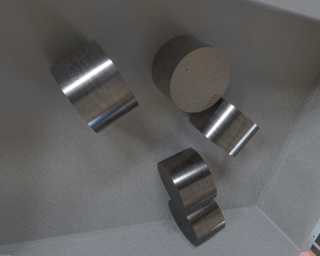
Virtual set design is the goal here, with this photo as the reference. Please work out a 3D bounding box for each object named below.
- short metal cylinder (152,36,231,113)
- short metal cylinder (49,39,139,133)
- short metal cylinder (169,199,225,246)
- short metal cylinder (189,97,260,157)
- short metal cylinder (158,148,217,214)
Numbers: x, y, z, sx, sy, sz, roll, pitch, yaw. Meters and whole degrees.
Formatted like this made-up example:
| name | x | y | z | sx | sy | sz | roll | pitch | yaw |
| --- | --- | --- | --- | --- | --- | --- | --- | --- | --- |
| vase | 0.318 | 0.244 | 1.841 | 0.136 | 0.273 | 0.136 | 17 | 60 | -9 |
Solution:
| name | x | y | z | sx | sy | sz | roll | pitch | yaw |
| --- | --- | --- | --- | --- | --- | --- | --- | --- | --- |
| short metal cylinder | 0.037 | -0.065 | 0.374 | 0.081 | 0.050 | 0.079 | -14 | 125 | -21 |
| short metal cylinder | -0.065 | -0.041 | 0.313 | 0.050 | 0.080 | 0.080 | -35 | 129 | -5 |
| short metal cylinder | 0.057 | 0.136 | 0.488 | 0.050 | 0.080 | 0.080 | -28 | 129 | -19 |
| short metal cylinder | 0.086 | -0.005 | 0.419 | 0.080 | 0.080 | 0.050 | 32 | 100 | -39 |
| short metal cylinder | 0.037 | 0.074 | 0.441 | 0.050 | 0.080 | 0.080 | -25 | 128 | -14 |
